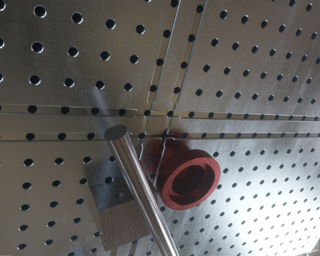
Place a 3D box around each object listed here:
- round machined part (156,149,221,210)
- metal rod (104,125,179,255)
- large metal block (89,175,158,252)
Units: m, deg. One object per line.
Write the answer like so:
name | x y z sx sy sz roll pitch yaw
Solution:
round machined part | 0.038 0.072 0.466 0.099 0.042 0.097 -14 124 -21
metal rod | -0.010 0.118 0.414 0.025 0.025 0.299 -27 128 -12
large metal block | -0.050 0.116 0.440 0.081 0.050 0.079 -14 125 -21
